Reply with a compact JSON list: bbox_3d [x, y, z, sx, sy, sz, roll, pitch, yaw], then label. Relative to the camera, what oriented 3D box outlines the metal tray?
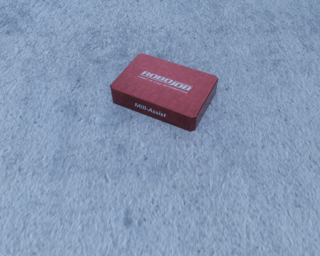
[{"bbox_3d":[0.007,-0.055,0.447,0.130,0.030,0.090,21,53,17],"label":"metal tray"}]
